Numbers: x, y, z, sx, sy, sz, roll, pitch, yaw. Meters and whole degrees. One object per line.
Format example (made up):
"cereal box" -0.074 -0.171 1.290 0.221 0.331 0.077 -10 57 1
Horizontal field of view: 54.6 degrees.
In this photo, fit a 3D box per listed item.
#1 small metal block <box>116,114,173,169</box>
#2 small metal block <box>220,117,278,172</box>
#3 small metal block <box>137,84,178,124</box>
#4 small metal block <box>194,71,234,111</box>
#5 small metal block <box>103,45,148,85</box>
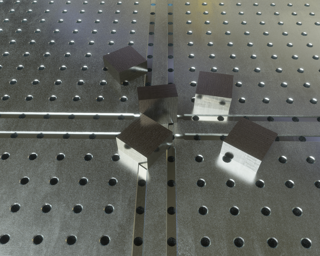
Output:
"small metal block" -0.019 0.016 0.394 0.050 0.025 0.050 32 57 23
"small metal block" 0.112 0.020 0.392 0.050 0.025 0.050 29 56 22
"small metal block" -0.003 -0.030 0.417 0.050 0.050 0.025 -6 50 -5
"small metal block" 0.079 -0.055 0.455 0.050 0.025 0.050 9 51 7
"small metal block" -0.055 -0.101 0.492 0.050 0.025 0.050 -29 56 -22
